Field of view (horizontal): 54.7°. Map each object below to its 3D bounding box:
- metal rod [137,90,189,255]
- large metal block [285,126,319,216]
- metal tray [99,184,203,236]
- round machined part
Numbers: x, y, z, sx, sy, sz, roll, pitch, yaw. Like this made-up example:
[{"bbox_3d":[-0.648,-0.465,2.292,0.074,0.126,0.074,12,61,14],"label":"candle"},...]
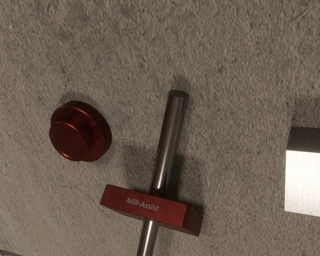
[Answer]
[{"bbox_3d":[-0.003,0.090,0.435,0.025,0.025,0.298,19,118,16],"label":"metal rod"},{"bbox_3d":[0.178,0.047,0.326,0.080,0.050,0.079,4,120,26],"label":"large metal block"},{"bbox_3d":[-0.010,0.121,0.452,0.130,0.030,0.090,9,158,23],"label":"metal tray"},{"bbox_3d":[-0.126,0.011,0.467,0.098,0.042,0.097,13,124,20],"label":"round machined part"}]
